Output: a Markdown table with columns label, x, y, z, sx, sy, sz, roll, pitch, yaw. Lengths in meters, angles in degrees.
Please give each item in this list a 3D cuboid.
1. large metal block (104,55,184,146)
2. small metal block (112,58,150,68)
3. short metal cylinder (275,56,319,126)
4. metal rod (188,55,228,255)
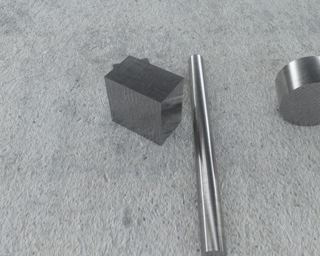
| label | x | y | z | sx | sy | sz | roll | pitch | yaw |
| --- | --- | --- | --- | --- | --- | --- | --- | --- | --- |
| large metal block | -0.019 | -0.035 | 0.396 | 0.080 | 0.080 | 0.050 | 26 | 55 | 20 |
| small metal block | -0.038 | -0.068 | 0.444 | 0.050 | 0.050 | 0.025 | -14 | 52 | -12 |
| short metal cylinder | 0.197 | -0.047 | 0.408 | 0.080 | 0.080 | 0.050 | 5 | 50 | 4 |
| metal rod | 0.055 | 0.008 | 0.396 | 0.025 | 0.025 | 0.300 | 1 | 50 | 0 |
